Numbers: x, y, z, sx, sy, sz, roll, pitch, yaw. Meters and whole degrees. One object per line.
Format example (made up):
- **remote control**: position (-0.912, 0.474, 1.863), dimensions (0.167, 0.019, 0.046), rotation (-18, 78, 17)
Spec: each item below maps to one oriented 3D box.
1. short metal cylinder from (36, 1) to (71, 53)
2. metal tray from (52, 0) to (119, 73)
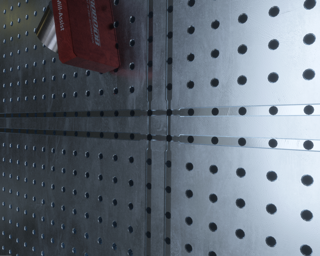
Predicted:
- **short metal cylinder**: position (-0.149, -0.158, 0.497), dimensions (0.050, 0.081, 0.080), rotation (-49, 61, 29)
- **metal tray**: position (-0.109, -0.153, 0.454), dimensions (0.030, 0.091, 0.129), rotation (-14, 81, 32)
